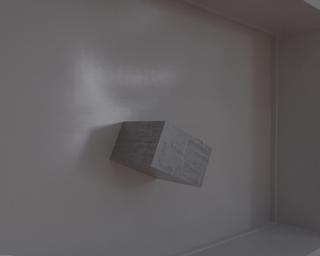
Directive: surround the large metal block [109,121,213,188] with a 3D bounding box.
[{"bbox_3d":[0.001,0.031,0.371,0.080,0.080,0.050,29,72,-36],"label":"large metal block"}]
